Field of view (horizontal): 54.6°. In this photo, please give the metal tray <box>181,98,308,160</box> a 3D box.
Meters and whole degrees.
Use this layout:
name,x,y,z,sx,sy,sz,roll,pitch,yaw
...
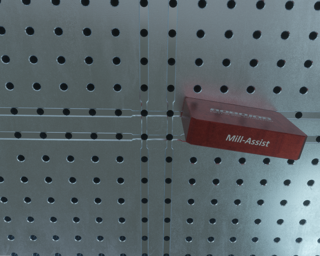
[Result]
name,x,y,z,sx,sy,sz,roll,pitch,yaw
metal tray,0.095,-0.002,0.378,0.131,0.090,0.030,9,110,-3
